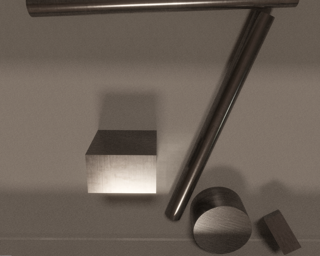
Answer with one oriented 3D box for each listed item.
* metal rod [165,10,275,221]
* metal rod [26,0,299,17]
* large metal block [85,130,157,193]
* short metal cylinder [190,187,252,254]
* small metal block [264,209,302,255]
[{"bbox_3d":[0.071,-0.002,0.411,0.025,0.025,0.298,19,109,-7],"label":"metal rod"},{"bbox_3d":[0.002,-0.145,0.352,0.302,0.025,0.025,-1,110,2],"label":"metal rod"},{"bbox_3d":[-0.045,0.040,0.396,0.081,0.080,0.050,1,110,-1],"label":"large metal block"},{"bbox_3d":[0.086,0.133,0.448,0.081,0.050,0.079,0,110,-1],"label":"short metal cylinder"},{"bbox_3d":[0.174,0.148,0.445,0.025,0.050,0.050,-30,74,10],"label":"small metal block"}]
